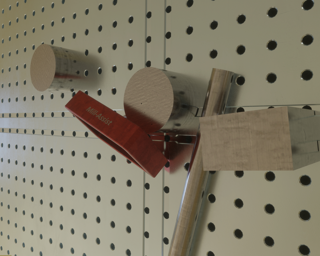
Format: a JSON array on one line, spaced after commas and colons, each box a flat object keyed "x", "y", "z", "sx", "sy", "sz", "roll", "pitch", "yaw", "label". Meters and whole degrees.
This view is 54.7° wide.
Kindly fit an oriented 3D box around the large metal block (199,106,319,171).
[{"x": 0.095, "y": 0.011, "z": 0.294, "sx": 0.080, "sy": 0.081, "sz": 0.050, "roll": -7, "pitch": 86, "yaw": 39, "label": "large metal block"}]

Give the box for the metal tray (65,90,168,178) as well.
[{"x": -0.058, "y": 0.007, "z": 0.411, "sx": 0.130, "sy": 0.090, "sz": 0.030, "roll": 30, "pitch": 75, "yaw": 35, "label": "metal tray"}]

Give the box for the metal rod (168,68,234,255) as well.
[{"x": 0.040, "y": 0.079, "z": 0.374, "sx": 0.025, "sy": 0.025, "sz": 0.298, "roll": 20, "pitch": 102, "yaw": 38, "label": "metal rod"}]

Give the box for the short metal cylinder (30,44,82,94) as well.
[{"x": -0.182, "y": -0.101, "z": 0.540, "sx": 0.080, "sy": 0.050, "sz": 0.079, "roll": 0, "pitch": 90, "yaw": 39, "label": "short metal cylinder"}]

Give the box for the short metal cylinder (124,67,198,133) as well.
[{"x": 0.000, "y": -0.033, "z": 0.391, "sx": 0.080, "sy": 0.050, "sz": 0.079, "roll": 0, "pitch": 91, "yaw": 39, "label": "short metal cylinder"}]
